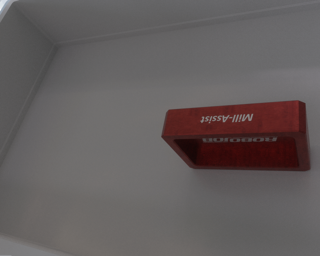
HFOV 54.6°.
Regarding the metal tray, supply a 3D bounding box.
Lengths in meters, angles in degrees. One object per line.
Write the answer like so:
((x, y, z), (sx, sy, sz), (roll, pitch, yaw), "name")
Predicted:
((0.079, 0.013, 0.315), (0.130, 0.090, 0.030), (-3, 61, 27), "metal tray")
